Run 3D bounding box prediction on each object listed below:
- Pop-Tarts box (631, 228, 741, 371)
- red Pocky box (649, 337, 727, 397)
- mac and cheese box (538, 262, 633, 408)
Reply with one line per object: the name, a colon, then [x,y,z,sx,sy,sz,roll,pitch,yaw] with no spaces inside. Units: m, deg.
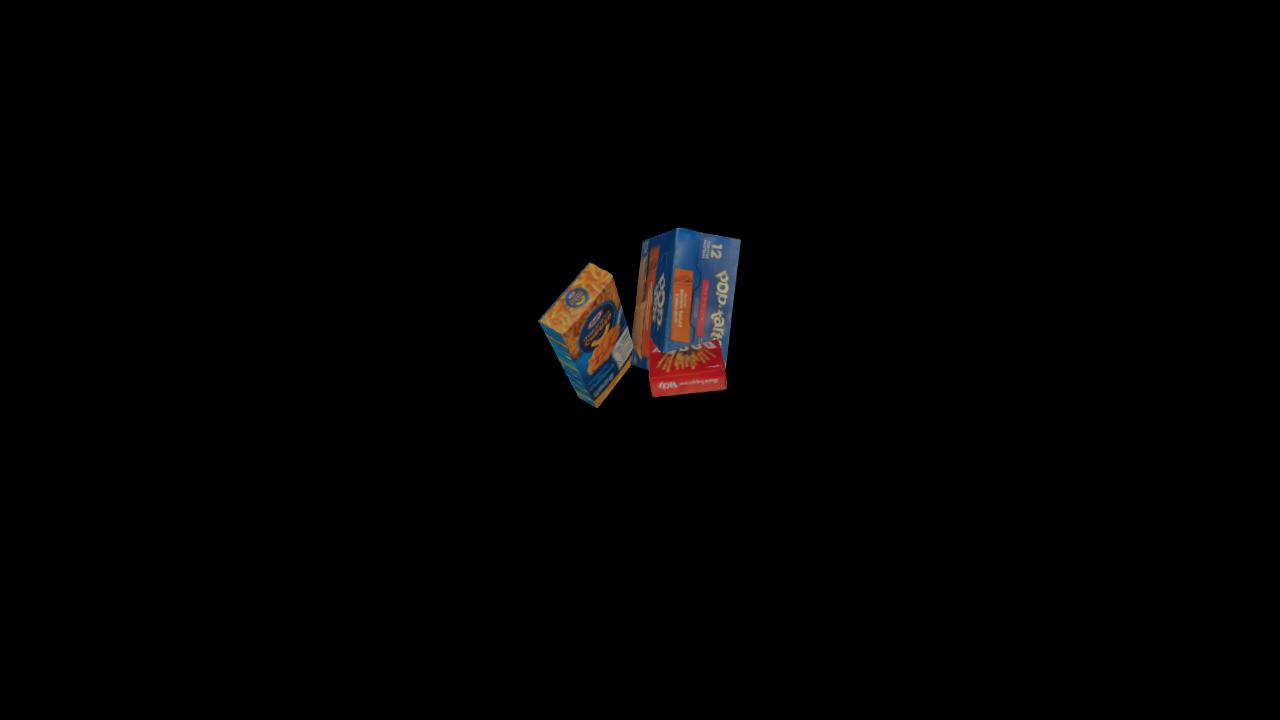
Pop-Tarts box: [0.050,-0.066,0.755,0.083,0.167,0.141,5,4,-17]
red Pocky box: [0.052,-0.011,0.710,0.083,0.028,0.155,-5,28,3]
mac and cheese box: [-0.056,-0.023,0.737,0.041,0.093,0.184,31,-20,23]
